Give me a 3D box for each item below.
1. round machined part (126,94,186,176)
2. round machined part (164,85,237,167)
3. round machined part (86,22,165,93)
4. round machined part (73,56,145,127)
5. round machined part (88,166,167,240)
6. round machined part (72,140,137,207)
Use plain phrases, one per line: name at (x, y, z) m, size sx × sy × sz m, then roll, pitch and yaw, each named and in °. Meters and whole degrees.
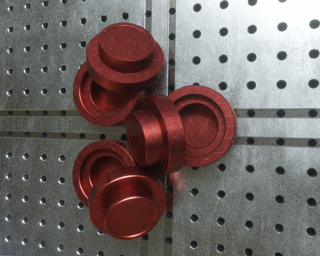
round machined part at (-0.011, 0.010, 0.376) m, size 0.042 × 0.098 × 0.098 m, roll -11°, pitch 85°, yaw -22°
round machined part at (0.047, -0.003, 0.387) m, size 0.098 × 0.042 × 0.097 m, roll 0°, pitch 90°, yaw 20°
round machined part at (-0.042, -0.094, 0.390) m, size 0.099 × 0.042 × 0.098 m, roll 5°, pitch 56°, yaw -8°
round machined part at (-0.066, -0.050, 0.426) m, size 0.098 × 0.042 × 0.097 m, roll 0°, pitch 90°, yaw 20°
round machined part at (-0.038, 0.100, 0.387) m, size 0.099 × 0.042 × 0.097 m, roll -8°, pitch 119°, yaw -14°
round machined part at (-0.067, 0.065, 0.427) m, size 0.098 × 0.042 × 0.097 m, roll 0°, pitch 90°, yaw 20°
